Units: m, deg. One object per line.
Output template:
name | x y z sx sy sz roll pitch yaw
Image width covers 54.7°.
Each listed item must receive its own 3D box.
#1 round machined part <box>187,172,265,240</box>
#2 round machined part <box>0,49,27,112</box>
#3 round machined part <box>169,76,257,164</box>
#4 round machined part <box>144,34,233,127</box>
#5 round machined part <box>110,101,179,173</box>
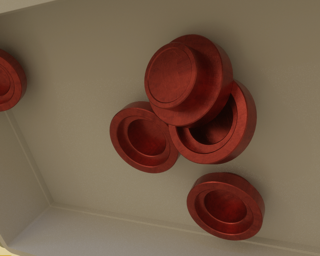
round machined part | 0.089 0.098 0.412 0.098 0.042 0.097 13 124 21
round machined part | -0.251 -0.077 0.467 0.099 0.042 0.097 0 120 0
round machined part | 0.060 -0.009 0.340 0.098 0.042 0.097 -7 80 40
round machined part | 0.022 -0.050 0.323 0.098 0.042 0.097 -7 79 40
round machined part | -0.014 0.008 0.410 0.098 0.042 0.097 13 124 21
